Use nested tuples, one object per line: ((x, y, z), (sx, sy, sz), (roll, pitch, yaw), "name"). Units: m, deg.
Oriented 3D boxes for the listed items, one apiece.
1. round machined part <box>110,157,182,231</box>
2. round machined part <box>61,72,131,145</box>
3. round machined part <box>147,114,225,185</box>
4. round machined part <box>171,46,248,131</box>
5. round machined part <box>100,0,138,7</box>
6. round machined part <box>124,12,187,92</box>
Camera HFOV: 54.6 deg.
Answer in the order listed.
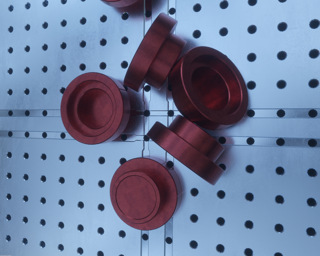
((-0.024, 0.088, 0.412), (0.098, 0.042, 0.097), (0, 90, 20), "round machined part")
((-0.085, -0.026, 0.434), (0.098, 0.042, 0.097), (0, 90, 20), "round machined part")
((0.036, 0.021, 0.363), (0.098, 0.098, 0.042), (37, 89, 16), "round machined part")
((0.053, -0.043, 0.365), (0.042, 0.099, 0.098), (-32, 78, 52), "round machined part")
((-0.050, -0.213, 0.422), (0.098, 0.042, 0.097), (0, 90, 20), "round machined part")
((-0.002, -0.085, 0.379), (0.042, 0.098, 0.098), (29, 100, -3), "round machined part")
